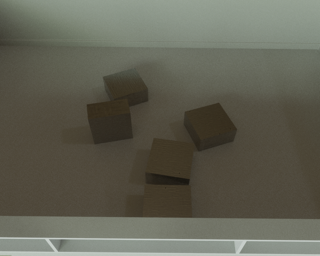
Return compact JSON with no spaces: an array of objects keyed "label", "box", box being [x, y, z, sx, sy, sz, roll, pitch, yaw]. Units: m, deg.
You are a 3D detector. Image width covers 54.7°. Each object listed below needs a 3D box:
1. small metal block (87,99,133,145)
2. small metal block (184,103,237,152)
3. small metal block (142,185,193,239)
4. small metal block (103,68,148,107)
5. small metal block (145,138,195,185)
[{"label":"small metal block","box":[-0.063,-0.008,0.395,0.050,0.050,0.025,-9,51,-8]},{"label":"small metal block","box":[0.065,-0.002,0.408,0.050,0.025,0.050,-15,52,-13]},{"label":"small metal block","box":[0.008,0.089,0.330,0.050,0.025,0.050,1,50,0]},{"label":"small metal block","box":[-0.050,-0.057,0.452,0.050,0.025,0.050,-19,53,-16]},{"label":"small metal block","box":[0.013,0.042,0.370,0.050,0.025,0.050,8,50,6]}]
